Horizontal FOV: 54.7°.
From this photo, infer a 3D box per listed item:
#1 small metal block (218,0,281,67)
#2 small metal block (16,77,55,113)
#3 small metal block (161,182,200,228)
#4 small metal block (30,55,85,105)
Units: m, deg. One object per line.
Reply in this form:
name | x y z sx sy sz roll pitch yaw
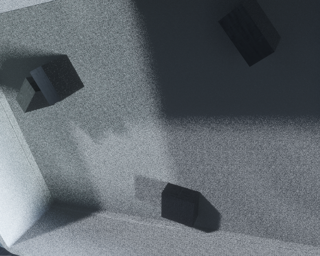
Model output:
small metal block | 0.086 -0.092 0.290 0.025 0.050 0.050 -31 101 38
small metal block | -0.172 -0.052 0.448 0.025 0.050 0.050 54 130 9
small metal block | 0.030 0.115 0.464 0.050 0.025 0.050 13 124 20
small metal block | -0.139 -0.066 0.425 0.025 0.050 0.050 -15 111 34
